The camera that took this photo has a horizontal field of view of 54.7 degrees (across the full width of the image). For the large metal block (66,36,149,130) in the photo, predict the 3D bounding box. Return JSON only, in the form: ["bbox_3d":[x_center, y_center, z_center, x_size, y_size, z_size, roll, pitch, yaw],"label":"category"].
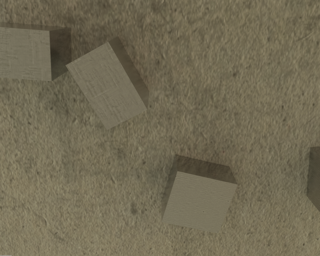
[{"bbox_3d":[-0.055,-0.055,0.359,0.050,0.080,0.080,-27,108,9],"label":"large metal block"}]

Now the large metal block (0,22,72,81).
[{"bbox_3d":[-0.150,-0.088,0.346,0.081,0.080,0.050,4,110,-2],"label":"large metal block"}]

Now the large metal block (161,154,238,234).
[{"bbox_3d":[0.051,0.091,0.431,0.081,0.050,0.079,13,110,-6],"label":"large metal block"}]

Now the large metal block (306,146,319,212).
[{"bbox_3d":[0.241,0.076,0.412,0.050,0.080,0.079,-5,110,1],"label":"large metal block"}]
